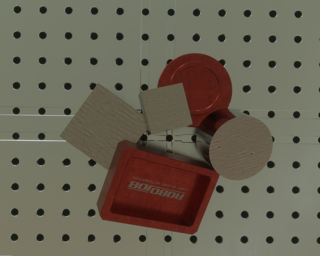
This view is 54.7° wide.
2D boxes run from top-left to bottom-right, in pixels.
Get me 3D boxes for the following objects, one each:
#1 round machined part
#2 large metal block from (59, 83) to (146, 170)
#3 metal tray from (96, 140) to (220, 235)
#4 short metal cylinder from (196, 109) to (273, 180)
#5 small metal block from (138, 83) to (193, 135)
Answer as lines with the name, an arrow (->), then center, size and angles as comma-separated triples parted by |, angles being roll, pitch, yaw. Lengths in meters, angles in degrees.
round machined part -> 0.046, -0.050, 0.405 | 0.099, 0.042, 0.097 | 0, 90, 0
large metal block -> -0.066, 0.001, 0.400 | 0.080, 0.050, 0.080 | 36, 90, 0
metal tray -> -0.001, 0.076, 0.382 | 0.131, 0.030, 0.089 | 17, 97, -22
short metal cylinder -> 0.092, 0.019, 0.390 | 0.081, 0.050, 0.079 | -3, 104, -11
small metal block -> 0.006, -0.022, 0.367 | 0.050, 0.025, 0.050 | -13, 87, -11
